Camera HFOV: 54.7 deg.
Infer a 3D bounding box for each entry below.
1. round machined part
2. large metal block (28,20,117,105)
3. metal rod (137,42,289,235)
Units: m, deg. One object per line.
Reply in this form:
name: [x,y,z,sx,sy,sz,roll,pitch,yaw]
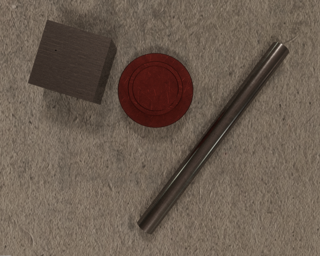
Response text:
round machined part: [-0.006,-0.049,0.401,0.099,0.042,0.097,0,90,-1]
large metal block: [-0.108,-0.081,0.396,0.080,0.050,0.080,17,90,-1]
metal rod: [0.070,0.013,0.410,0.025,0.025,0.299,37,90,-1]
